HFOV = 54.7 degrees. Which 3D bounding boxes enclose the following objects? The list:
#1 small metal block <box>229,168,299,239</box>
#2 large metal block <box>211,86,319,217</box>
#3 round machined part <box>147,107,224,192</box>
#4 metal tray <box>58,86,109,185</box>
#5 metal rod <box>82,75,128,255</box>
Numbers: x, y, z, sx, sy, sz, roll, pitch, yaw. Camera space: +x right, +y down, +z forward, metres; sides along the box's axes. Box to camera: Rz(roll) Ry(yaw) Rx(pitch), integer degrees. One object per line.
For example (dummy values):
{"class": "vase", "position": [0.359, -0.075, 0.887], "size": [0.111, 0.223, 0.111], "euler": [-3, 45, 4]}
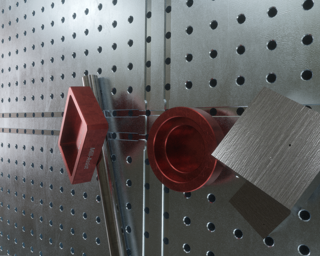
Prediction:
{"class": "small metal block", "position": [0.109, 0.076, 0.319], "size": [0.050, 0.025, 0.050], "euler": [48, 118, 29]}
{"class": "large metal block", "position": [0.109, 0.021, 0.284], "size": [0.080, 0.050, 0.080], "euler": [36, 88, 34]}
{"class": "round machined part", "position": [0.035, 0.024, 0.368], "size": [0.098, 0.042, 0.097], "euler": [0, 90, 39]}
{"class": "metal tray", "position": [-0.121, 0.012, 0.472], "size": [0.090, 0.030, 0.129], "euler": [58, 139, 34]}
{"class": "metal rod", "position": [-0.085, 0.063, 0.476], "size": [0.025, 0.025, 0.298], "euler": [-18, 79, 38]}
